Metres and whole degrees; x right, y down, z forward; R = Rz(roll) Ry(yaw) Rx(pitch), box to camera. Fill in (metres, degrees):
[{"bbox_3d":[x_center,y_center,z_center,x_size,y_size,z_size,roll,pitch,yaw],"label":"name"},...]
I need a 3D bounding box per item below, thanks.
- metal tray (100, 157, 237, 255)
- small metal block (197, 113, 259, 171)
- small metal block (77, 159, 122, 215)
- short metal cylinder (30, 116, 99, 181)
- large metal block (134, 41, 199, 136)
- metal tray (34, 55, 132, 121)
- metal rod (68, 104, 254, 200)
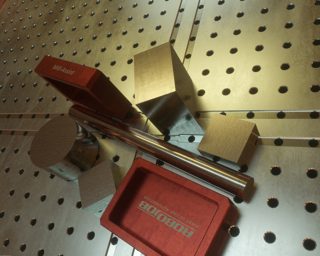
[{"bbox_3d":[0.006,0.096,0.342,0.130,0.030,0.090,20,72,35],"label":"metal tray"},{"bbox_3d":[0.079,0.015,0.357,0.050,0.025,0.050,19,71,35],"label":"small metal block"},{"bbox_3d":[-0.076,0.076,0.402,0.050,0.025,0.050,-28,52,10],"label":"small metal block"},{"bbox_3d":[-0.137,0.029,0.445,0.080,0.050,0.080,-13,56,21],"label":"short metal cylinder"},{"bbox_3d":[0.008,-0.048,0.400,0.050,0.080,0.080,-17,55,19],"label":"large metal block"},{"bbox_3d":[-0.114,-0.060,0.462,0.130,0.090,0.030,20,73,35],"label":"metal tray"},{"bbox_3d":[-0.022,0.018,0.408,0.300,0.025,0.025,21,73,36],"label":"metal rod"}]
